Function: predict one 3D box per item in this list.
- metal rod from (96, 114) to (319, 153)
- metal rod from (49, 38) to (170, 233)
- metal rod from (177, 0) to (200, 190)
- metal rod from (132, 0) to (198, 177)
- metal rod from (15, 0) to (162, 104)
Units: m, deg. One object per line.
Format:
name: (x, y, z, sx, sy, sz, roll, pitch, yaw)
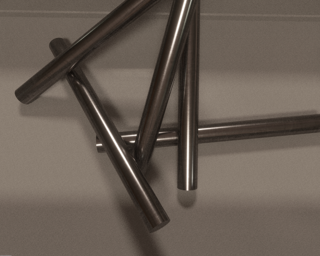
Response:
metal rod: (0.070, 0.006, 0.408, 0.302, 0.025, 0.025, -5, 70, -3)
metal rod: (-0.075, -0.009, 0.388, 0.025, 0.025, 0.299, -29, 64, -10)
metal rod: (0.035, -0.074, 0.373, 0.025, 0.025, 0.298, 0, 95, 0)
metal rod: (0.010, -0.077, 0.344, 0.025, 0.025, 0.298, 18, 108, 6)
metal rod: (-0.068, -0.118, 0.378, 0.300, 0.025, 0.025, -32, 71, 19)
